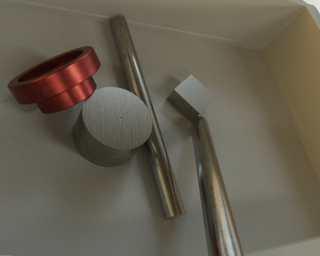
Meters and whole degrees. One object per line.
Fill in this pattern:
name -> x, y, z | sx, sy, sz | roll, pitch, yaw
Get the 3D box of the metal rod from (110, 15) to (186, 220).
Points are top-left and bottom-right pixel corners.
metal rod -> -0.023, -0.030, 0.412 | 0.025, 0.025, 0.299 | -3, 63, -30

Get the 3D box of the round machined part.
round machined part -> -0.111, -0.051, 0.344 | 0.098, 0.098, 0.042 | -47, 126, -39

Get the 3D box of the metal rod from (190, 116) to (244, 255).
metal rod -> 0.051, 0.055, 0.307 | 0.025, 0.025, 0.300 | 29, 22, -10

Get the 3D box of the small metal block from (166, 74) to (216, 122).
small metal block -> 0.046, -0.045, 0.460 | 0.050, 0.025, 0.050 | 44, 51, 2

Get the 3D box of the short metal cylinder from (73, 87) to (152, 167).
short metal cylinder -> -0.056, -0.001, 0.361 | 0.081, 0.050, 0.080 | 14, 56, -21
